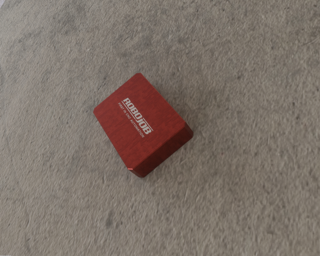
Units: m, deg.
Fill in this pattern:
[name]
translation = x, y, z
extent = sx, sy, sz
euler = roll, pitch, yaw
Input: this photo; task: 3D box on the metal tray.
[metal tray]
translation = -0.027, -0.008, 0.421
extent = 0.090, 0.030, 0.130
euler = -40, 51, 1
